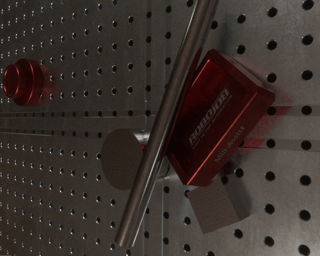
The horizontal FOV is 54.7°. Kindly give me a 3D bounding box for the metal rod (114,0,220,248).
[{"bbox_3d":[0.005,-0.002,0.357,0.025,0.025,0.298,25,99,37],"label":"metal rod"}]

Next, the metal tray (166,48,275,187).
[{"bbox_3d":[0.053,-0.010,0.344,0.129,0.030,0.090,-58,40,24],"label":"metal tray"}]

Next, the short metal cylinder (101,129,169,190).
[{"bbox_3d":[-0.034,0.040,0.419,0.080,0.050,0.079,0,90,39],"label":"short metal cylinder"}]

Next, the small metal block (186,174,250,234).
[{"bbox_3d":[0.065,0.087,0.354,0.050,0.025,0.050,-34,69,34],"label":"small metal block"}]

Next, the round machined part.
[{"bbox_3d":[-0.282,-0.093,0.627,0.098,0.042,0.097,0,90,39],"label":"round machined part"}]
